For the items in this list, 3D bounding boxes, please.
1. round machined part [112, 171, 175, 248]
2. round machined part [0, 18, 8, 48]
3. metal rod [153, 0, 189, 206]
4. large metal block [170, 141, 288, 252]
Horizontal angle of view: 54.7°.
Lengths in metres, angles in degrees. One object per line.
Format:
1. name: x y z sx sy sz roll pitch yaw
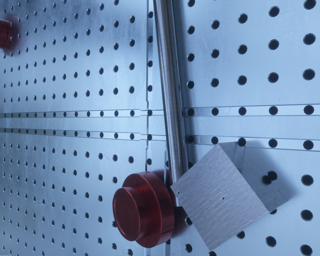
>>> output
1. round machined part: -0.028 0.109 0.407 0.098 0.042 0.097 10 103 52
2. round machined part: -0.392 -0.224 0.722 0.098 0.042 0.097 0 90 40
3. metal rod: 0.014 -0.053 0.397 0.025 0.025 0.298 -9 84 39
4. large metal block: 0.071 0.071 0.334 0.080 0.050 0.080 -48 62 29
